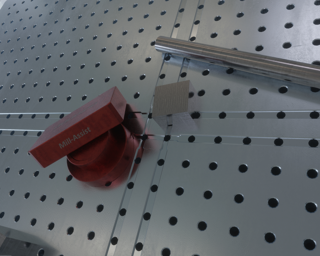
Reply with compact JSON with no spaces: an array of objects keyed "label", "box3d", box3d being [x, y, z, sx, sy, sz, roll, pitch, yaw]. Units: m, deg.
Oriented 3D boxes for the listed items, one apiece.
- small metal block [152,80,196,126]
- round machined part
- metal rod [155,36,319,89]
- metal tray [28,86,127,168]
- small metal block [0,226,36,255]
[{"label":"small metal block","box3d":[0.019,-0.033,0.419,0.050,0.025,0.050,-8,58,24]},{"label":"round machined part","box3d":[-0.090,0.027,0.428,0.098,0.042,0.098,-13,56,21]},{"label":"metal rod","box3d":[0.112,-0.086,0.401,0.300,0.025,0.025,23,74,36]},{"label":"metal tray","box3d":[-0.112,-0.004,0.439,0.130,0.030,0.090,-30,20,9]},{"label":"small metal block","box3d":[-0.202,0.150,0.407,0.050,0.050,0.025,14,69,34]}]
